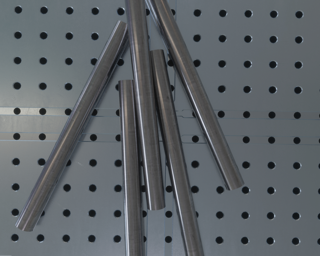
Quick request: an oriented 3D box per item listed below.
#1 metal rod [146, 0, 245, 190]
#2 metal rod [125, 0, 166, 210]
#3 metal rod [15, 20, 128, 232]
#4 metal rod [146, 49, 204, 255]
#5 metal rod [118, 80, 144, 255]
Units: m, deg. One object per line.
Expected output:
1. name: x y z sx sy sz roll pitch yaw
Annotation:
1. metal rod: 0.043 -0.060 0.413 0.025 0.025 0.299 -23 90 0
2. metal rod: -0.020 -0.043 0.399 0.025 0.025 0.298 -6 95 0
3. metal rod: -0.113 -0.003 0.412 0.025 0.025 0.299 27 90 0
4. metal rod: 0.022 0.045 0.413 0.025 0.025 0.299 -11 90 0
5. metal rod: -0.037 0.087 0.413 0.025 0.025 0.298 -2 90 0
